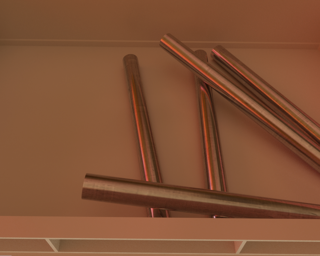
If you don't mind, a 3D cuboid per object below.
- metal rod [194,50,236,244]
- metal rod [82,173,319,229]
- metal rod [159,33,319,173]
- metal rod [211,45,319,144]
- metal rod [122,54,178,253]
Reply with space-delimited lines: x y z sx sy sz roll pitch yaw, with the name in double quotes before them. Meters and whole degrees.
"metal rod" 0.064 -0.003 0.408 0.025 0.025 0.300 0 50 0
"metal rod" 0.077 0.078 0.309 0.302 0.025 0.025 9 50 -6
"metal rod" 0.111 -0.037 0.414 0.025 0.025 0.300 -36 66 -26
"metal rod" 0.173 -0.028 0.430 0.025 0.025 0.300 -25 55 -20
"metal rod" -0.021 0.005 0.400 0.025 0.025 0.300 -8 50 -7
